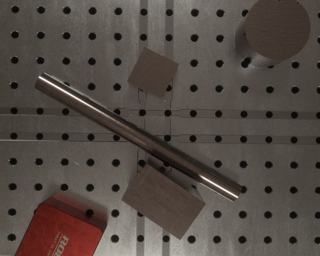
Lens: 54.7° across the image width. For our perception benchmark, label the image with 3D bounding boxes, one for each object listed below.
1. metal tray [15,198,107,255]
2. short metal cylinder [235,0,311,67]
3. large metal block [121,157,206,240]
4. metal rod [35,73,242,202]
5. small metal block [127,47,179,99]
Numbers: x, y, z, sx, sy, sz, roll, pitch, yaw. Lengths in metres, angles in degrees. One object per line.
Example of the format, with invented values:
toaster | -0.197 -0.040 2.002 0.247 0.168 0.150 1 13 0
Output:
metal tray | -0.139 0.170 0.409 0.090 0.030 0.129 25 90 -1
short metal cylinder | 0.144 -0.123 0.403 0.081 0.050 0.079 0 90 -1
large metal block | 0.004 0.082 0.386 0.080 0.080 0.050 35 90 -1
metal rod | -0.028 0.013 0.413 0.301 0.025 0.025 30 90 -1
small metal block | -0.009 -0.072 0.413 0.050 0.025 0.050 27 90 -1
